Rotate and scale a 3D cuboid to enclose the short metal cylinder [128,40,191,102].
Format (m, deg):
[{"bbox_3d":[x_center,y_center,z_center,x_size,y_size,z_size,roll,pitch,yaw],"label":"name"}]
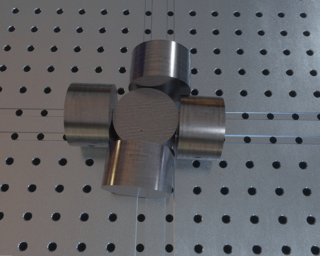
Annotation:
[{"bbox_3d":[0.001,-0.071,0.408,0.080,0.080,0.050,3,70,1],"label":"short metal cylinder"}]

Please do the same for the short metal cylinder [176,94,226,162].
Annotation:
[{"bbox_3d":[0.048,0.000,0.383,0.050,0.080,0.080,4,70,1],"label":"short metal cylinder"}]

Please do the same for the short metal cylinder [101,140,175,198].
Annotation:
[{"bbox_3d":[-0.025,0.050,0.363,0.080,0.080,0.050,6,70,2],"label":"short metal cylinder"}]

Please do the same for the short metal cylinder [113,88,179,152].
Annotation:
[{"bbox_3d":[-0.018,-0.005,0.400,0.081,0.050,0.080,1,70,-1],"label":"short metal cylinder"}]

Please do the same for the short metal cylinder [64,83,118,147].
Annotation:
[{"bbox_3d":[-0.083,-0.016,0.387,0.050,0.080,0.080,2,70,0],"label":"short metal cylinder"}]
